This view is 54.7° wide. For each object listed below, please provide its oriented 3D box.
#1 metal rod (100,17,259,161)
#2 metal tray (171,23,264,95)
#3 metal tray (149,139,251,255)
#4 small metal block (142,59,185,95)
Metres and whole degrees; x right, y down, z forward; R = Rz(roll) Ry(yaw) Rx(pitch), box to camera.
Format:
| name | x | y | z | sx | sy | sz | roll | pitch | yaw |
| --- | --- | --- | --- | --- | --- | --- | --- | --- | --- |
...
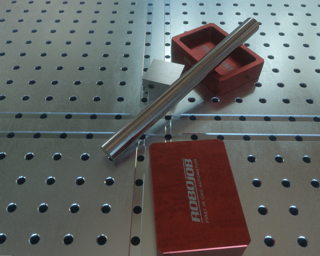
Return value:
| name | x | y | z | sx | sy | sz | roll | pitch | yaw |
| --- | --- | --- | --- | --- | --- | --- | --- | --- | --- |
| metal rod | 0.039 | -0.065 | 0.431 | 0.025 | 0.025 | 0.301 | 37 | 68 | 26 |
| metal tray | 0.090 | -0.116 | 0.503 | 0.091 | 0.030 | 0.130 | -26 | 55 | -21 |
| metal tray | 0.037 | 0.074 | 0.343 | 0.091 | 0.030 | 0.130 | -3 | 50 | -4 |
| small metal block | 0.006 | -0.076 | 0.472 | 0.050 | 0.025 | 0.050 | 15 | 51 | 11 |
